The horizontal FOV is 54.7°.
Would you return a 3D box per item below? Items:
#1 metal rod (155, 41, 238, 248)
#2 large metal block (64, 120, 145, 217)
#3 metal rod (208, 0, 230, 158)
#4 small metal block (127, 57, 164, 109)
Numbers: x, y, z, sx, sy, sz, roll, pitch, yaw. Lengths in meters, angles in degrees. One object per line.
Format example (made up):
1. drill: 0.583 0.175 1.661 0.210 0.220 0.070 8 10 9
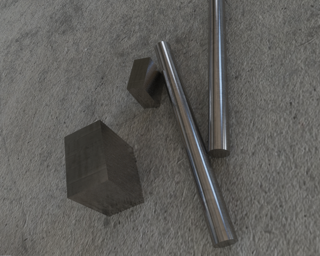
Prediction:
1. metal rod: 0.034 -0.005 0.388 0.025 0.025 0.299 -24 53 13
2. large metal block: -0.066 0.050 0.371 0.050 0.080 0.080 -25 53 12
3. metal rod: 0.079 -0.101 0.423 0.025 0.025 0.299 -9 58 23
4. small metal block: -0.018 -0.062 0.434 0.025 0.050 0.050 -3 60 26
